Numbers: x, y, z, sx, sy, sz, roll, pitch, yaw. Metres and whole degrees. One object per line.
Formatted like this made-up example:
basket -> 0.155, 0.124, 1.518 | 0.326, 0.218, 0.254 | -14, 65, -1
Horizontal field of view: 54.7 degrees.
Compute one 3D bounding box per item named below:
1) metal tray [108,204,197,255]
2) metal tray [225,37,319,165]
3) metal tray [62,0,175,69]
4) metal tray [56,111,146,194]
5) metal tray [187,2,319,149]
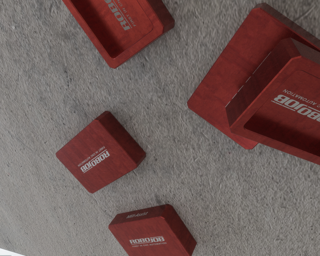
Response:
metal tray -> -0.015, 0.181, 0.524 | 0.130, 0.030, 0.090 | -22, 107, 36
metal tray -> 0.139, -0.015, 0.284 | 0.131, 0.030, 0.089 | 19, 131, -17
metal tray -> -0.056, -0.143, 0.344 | 0.090, 0.030, 0.130 | -26, 104, 37
metal tray -> -0.095, 0.042, 0.479 | 0.130, 0.030, 0.090 | -34, 100, 38
metal tray -> 0.099, -0.048, 0.322 | 0.090, 0.030, 0.129 | 36, 129, 3
